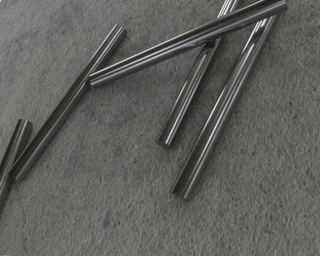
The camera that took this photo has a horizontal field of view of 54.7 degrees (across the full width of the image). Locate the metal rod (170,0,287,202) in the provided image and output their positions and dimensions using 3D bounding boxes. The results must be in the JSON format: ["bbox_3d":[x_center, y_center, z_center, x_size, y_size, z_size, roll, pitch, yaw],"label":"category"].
[{"bbox_3d":[0.092,-0.049,0.385,0.025,0.025,0.300,18,71,34],"label":"metal rod"}]

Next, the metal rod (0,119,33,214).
[{"bbox_3d":[-0.248,0.122,0.456,0.025,0.025,0.299,-6,59,25],"label":"metal rod"}]

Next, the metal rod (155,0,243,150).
[{"bbox_3d":[0.069,-0.106,0.431,0.025,0.025,0.300,14,69,33],"label":"metal rod"}]

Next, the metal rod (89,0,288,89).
[{"bbox_3d":[0.021,-0.114,0.436,0.300,0.025,0.025,-17,55,27],"label":"metal rod"}]

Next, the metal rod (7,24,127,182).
[{"bbox_3d":[-0.144,-0.049,0.507,0.025,0.025,0.300,21,73,35],"label":"metal rod"}]
